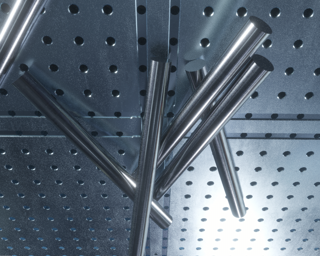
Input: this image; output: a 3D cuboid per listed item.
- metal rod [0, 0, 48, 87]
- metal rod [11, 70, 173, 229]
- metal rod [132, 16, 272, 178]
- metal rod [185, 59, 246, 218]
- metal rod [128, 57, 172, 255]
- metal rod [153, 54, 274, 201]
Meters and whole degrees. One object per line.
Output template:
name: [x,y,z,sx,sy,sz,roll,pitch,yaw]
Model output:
metal rod: [-0.150,-0.102,0.323,0.025,0.025,0.299,31,123,-24]
metal rod: [-0.077,0.045,0.425,0.025,0.025,0.300,-29,118,22]
metal rod: [0.027,-0.005,0.381,0.025,0.025,0.298,20,135,-16]
metal rod: [0.088,0.037,0.443,0.025,0.025,0.299,-15,129,12]
metal rod: [-0.017,0.057,0.411,0.025,0.025,0.298,6,115,-5]
metal rod: [0.043,0.026,0.407,0.025,0.025,0.298,18,136,-15]
